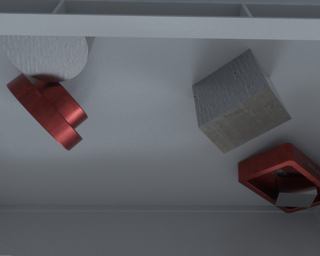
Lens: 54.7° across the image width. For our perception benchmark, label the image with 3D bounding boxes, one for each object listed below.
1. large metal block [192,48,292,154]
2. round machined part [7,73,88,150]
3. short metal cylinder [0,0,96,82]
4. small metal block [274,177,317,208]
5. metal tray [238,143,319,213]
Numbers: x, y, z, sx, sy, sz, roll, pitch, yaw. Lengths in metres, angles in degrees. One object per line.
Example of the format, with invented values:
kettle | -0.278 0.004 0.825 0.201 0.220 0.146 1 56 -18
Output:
large metal block | 0.087 -0.031 0.348 0.080 0.080 0.050 -32 124 24
round machined part | -0.121 -0.024 0.352 0.042 0.098 0.098 -43 126 -12
short metal cylinder | -0.109 -0.093 0.312 0.081 0.050 0.079 0 130 0
small metal block | 0.201 0.097 0.463 0.050 0.025 0.050 0 144 12
metal tray | 0.192 0.080 0.464 0.130 0.030 0.090 33 135 -25
